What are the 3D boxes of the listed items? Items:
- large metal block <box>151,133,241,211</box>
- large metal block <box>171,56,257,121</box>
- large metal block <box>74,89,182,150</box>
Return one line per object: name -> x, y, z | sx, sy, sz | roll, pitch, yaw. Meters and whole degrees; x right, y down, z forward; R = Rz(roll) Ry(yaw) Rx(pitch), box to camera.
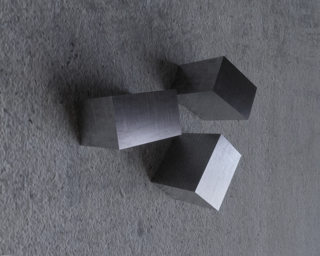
large metal block -> 0.047, 0.054, 0.408 | 0.050, 0.080, 0.080 | 43, 64, -32
large metal block -> 0.073, -0.050, 0.430 | 0.080, 0.080, 0.050 | 31, 71, -36
large metal block -> -0.036, -0.011, 0.339 | 0.081, 0.080, 0.050 | -12, 98, -39
